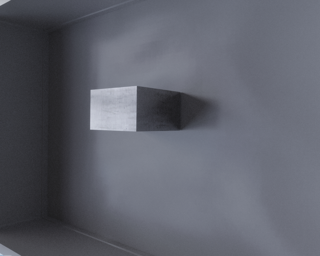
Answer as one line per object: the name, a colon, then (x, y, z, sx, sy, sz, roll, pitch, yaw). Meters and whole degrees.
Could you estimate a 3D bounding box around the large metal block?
large metal block: (-0.031, -0.022, 0.395, 0.080, 0.081, 0.050, 2, 91, 40)
